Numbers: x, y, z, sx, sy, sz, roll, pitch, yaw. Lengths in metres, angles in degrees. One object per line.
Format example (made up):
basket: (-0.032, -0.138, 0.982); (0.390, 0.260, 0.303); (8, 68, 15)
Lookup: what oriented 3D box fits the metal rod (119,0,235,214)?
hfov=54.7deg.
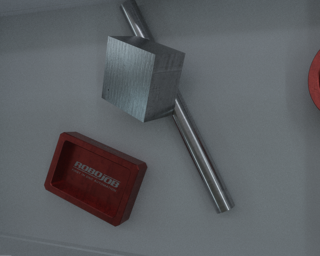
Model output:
metal rod: (0.019, -0.034, 0.403); (0.025, 0.025, 0.299); (-28, 81, 17)

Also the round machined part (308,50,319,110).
round machined part: (0.209, -0.051, 0.313); (0.098, 0.042, 0.097); (2, 93, 50)

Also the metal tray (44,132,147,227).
metal tray: (-0.093, 0.069, 0.439); (0.130, 0.030, 0.089); (22, 97, 18)

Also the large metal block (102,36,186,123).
large metal block: (-0.023, -0.063, 0.380); (0.080, 0.050, 0.079); (30, 121, 35)
